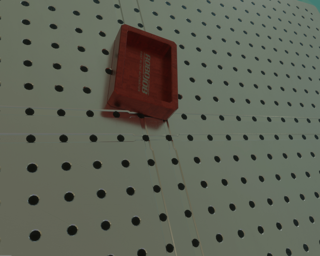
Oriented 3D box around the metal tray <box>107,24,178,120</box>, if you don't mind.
[{"bbox_3d":[-0.021,-0.081,0.444,0.091,0.030,0.130,14,56,-21],"label":"metal tray"}]
